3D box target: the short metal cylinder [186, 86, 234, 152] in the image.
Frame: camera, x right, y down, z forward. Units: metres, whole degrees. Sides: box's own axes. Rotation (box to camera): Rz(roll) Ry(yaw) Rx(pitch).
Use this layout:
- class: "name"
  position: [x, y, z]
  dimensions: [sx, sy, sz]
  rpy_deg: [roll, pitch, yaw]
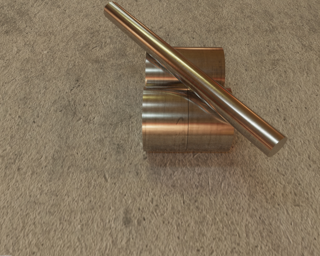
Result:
- class: "short metal cylinder"
  position: [0.057, -0.011, 0.379]
  dimensions: [0.050, 0.080, 0.080]
  rpy_deg: [1, 50, 0]

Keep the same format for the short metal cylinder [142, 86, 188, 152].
- class: "short metal cylinder"
  position: [0.006, -0.011, 0.378]
  dimensions: [0.050, 0.080, 0.080]
  rpy_deg: [1, 50, 0]

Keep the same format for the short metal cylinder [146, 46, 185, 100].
- class: "short metal cylinder"
  position: [0.007, -0.073, 0.430]
  dimensions: [0.050, 0.080, 0.080]
  rpy_deg: [1, 50, 0]

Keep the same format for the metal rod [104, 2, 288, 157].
- class: "metal rod"
  position: [0.020, -0.075, 0.364]
  dimensions: [0.025, 0.025, 0.300]
  rpy_deg: [-29, 56, -22]

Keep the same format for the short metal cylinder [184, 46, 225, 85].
- class: "short metal cylinder"
  position: [0.058, -0.072, 0.430]
  dimensions: [0.050, 0.080, 0.080]
  rpy_deg: [1, 50, 0]
